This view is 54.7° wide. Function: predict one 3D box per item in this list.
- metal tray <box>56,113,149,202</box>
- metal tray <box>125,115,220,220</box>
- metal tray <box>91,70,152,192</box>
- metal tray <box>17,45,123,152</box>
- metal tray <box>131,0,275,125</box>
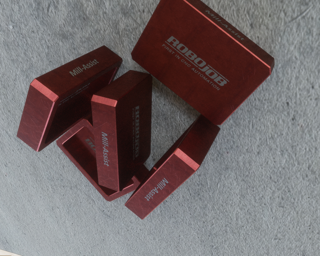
[{"bbox_3d":[-0.089,0.046,0.478,0.090,0.030,0.130,-32,101,38],"label":"metal tray"},{"bbox_3d":[0.014,0.049,0.388,0.030,0.090,0.129,40,129,1],"label":"metal tray"},{"bbox_3d":[-0.044,0.003,0.389,0.030,0.090,0.129,15,125,19],"label":"metal tray"},{"bbox_3d":[-0.103,-0.039,0.369,0.030,0.131,0.089,37,129,3],"label":"metal tray"},{"bbox_3d":[0.043,-0.075,0.335,0.130,0.030,0.089,39,129,1],"label":"metal tray"}]
